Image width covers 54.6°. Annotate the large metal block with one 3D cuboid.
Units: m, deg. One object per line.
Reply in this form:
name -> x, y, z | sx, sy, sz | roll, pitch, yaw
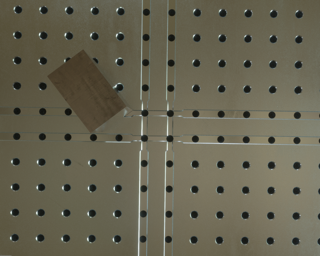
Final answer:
large metal block -> -0.081, -0.041, 0.385 | 0.050, 0.080, 0.080 | -37, 90, 0
